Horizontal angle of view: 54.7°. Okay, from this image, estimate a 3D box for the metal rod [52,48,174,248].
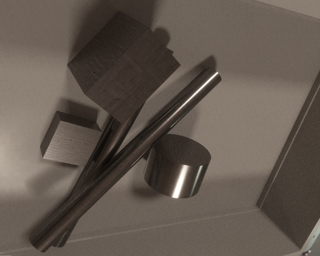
[{"bbox_3d":[-0.069,0.031,0.391,0.025,0.025,0.298,20,108,-36],"label":"metal rod"}]

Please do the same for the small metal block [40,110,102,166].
[{"bbox_3d":[-0.104,0.013,0.361,0.050,0.025,0.050,18,109,-36],"label":"small metal block"}]

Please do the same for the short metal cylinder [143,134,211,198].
[{"bbox_3d":[0.022,0.049,0.418,0.081,0.080,0.050,1,118,-30],"label":"short metal cylinder"}]

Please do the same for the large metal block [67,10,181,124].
[{"bbox_3d":[-0.040,-0.064,0.313,0.080,0.080,0.050,-45,130,3],"label":"large metal block"}]

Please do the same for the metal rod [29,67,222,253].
[{"bbox_3d":[-0.036,0.033,0.384,0.301,0.025,0.025,-44,130,-9],"label":"metal rod"}]
